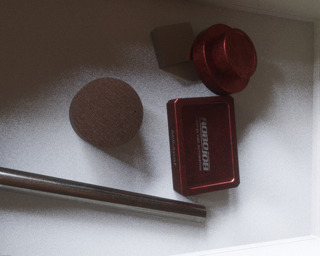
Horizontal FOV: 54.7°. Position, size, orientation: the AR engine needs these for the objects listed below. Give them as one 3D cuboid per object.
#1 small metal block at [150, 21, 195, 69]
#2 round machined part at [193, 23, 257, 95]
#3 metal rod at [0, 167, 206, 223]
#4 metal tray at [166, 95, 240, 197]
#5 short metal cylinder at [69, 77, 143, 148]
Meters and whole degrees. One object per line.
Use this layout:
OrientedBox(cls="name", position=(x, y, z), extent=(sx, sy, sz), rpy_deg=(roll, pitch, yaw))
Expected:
OrientedBox(cls="small metal block", position=(0.020, -0.112, 0.419), extent=(0.050, 0.025, 0.050), rpy_deg=(-17, 96, -20))
OrientedBox(cls="round machined part", position=(0.095, -0.096, 0.422), extent=(0.099, 0.042, 0.098), rpy_deg=(8, 76, -37))
OrientedBox(cls="metal rod", position=(-0.079, 0.083, 0.382), extent=(0.302, 0.025, 0.025), rpy_deg=(15, 85, -20))
OrientedBox(cls="metal tray", position=(0.061, 0.022, 0.431), extent=(0.091, 0.030, 0.129), rpy_deg=(-5, 92, -20))
OrientedBox(cls="short metal cylinder", position=(-0.066, -0.018, 0.373), extent=(0.081, 0.050, 0.079), rpy_deg=(0, 90, -21))
